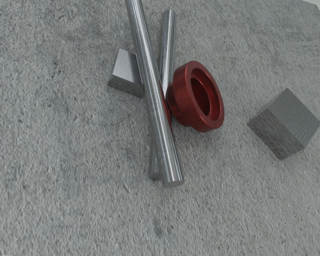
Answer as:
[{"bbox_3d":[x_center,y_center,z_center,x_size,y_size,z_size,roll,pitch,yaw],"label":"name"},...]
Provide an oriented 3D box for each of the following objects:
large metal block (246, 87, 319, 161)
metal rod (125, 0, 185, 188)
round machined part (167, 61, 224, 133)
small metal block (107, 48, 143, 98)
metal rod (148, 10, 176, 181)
[{"bbox_3d":[0.202,-0.007,0.504,0.080,0.050,0.080,48,51,5],"label":"large metal block"},{"bbox_3d":[-0.013,-0.069,0.407,0.025,0.025,0.299,2,60,-27],"label":"metal rod"},{"bbox_3d":[0.046,-0.040,0.428,0.098,0.042,0.098,31,49,-43],"label":"round machined part"},{"bbox_3d":[-0.041,-0.076,0.429,0.050,0.025,0.050,20,54,-17],"label":"small metal block"},{"bbox_3d":[0.007,-0.067,0.450,0.025,0.025,0.300,17,55,-19],"label":"metal rod"}]
